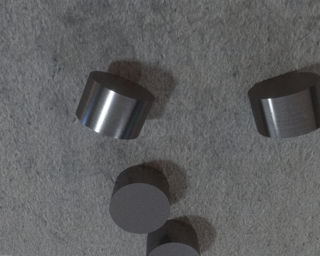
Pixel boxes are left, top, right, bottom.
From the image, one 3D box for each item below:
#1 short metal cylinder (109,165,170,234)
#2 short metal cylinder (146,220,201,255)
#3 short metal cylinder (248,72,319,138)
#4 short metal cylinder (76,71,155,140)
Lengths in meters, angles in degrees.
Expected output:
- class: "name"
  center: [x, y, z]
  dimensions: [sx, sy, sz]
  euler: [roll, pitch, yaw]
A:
- class: "short metal cylinder"
  center: [-0.027, 0.099, 0.433]
  dimensions: [0.081, 0.050, 0.079]
  euler: [0, 110, -1]
- class: "short metal cylinder"
  center: [0.020, 0.187, 0.466]
  dimensions: [0.081, 0.050, 0.079]
  euler: [0, 110, -1]
- class: "short metal cylinder"
  center: [0.152, -0.029, 0.372]
  dimensions: [0.080, 0.080, 0.050]
  euler: [-18, 109, 6]
- class: "short metal cylinder"
  center: [-0.053, -0.028, 0.369]
  dimensions: [0.080, 0.080, 0.050]
  euler: [22, 109, -8]
